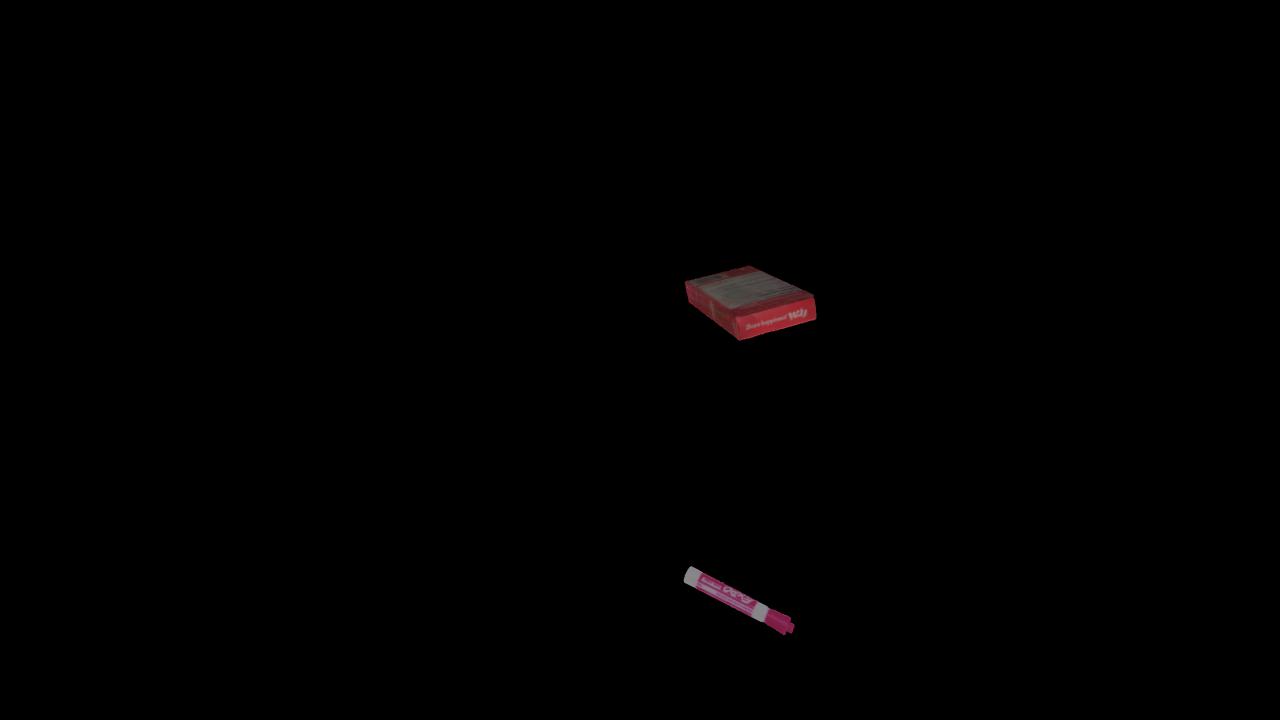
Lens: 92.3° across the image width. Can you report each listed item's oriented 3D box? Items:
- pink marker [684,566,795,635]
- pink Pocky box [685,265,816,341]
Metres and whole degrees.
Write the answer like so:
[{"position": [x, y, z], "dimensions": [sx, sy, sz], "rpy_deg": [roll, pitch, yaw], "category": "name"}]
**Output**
[{"position": [0.103, 0.252, 0.644], "dimensions": [0.121, 0.020, 0.020], "rpy_deg": [20, 9, 25], "category": "pink marker"}, {"position": [0.112, -0.065, 0.655], "dimensions": [0.084, 0.029, 0.155], "rpy_deg": [-16, 22, -10], "category": "pink Pocky box"}]
